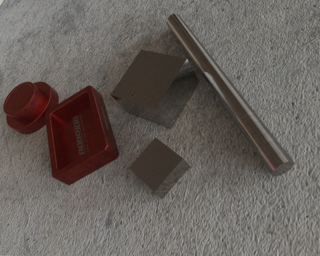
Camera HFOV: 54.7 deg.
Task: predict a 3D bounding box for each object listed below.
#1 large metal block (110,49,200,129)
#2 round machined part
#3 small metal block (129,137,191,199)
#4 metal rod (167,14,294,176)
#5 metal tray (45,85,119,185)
[{"bbox_3d":[-0.006,-0.055,0.425,0.080,0.050,0.080,21,73,35],"label":"large metal block"},{"bbox_3d":[-0.230,-0.042,0.539,0.098,0.042,0.098,-13,56,21],"label":"round machined part"},{"bbox_3d":[-0.001,0.047,0.375,0.050,0.025,0.050,-49,52,-6],"label":"small metal block"},{"bbox_3d":[0.073,-0.065,0.405,0.025,0.025,0.300,-32,52,8],"label":"metal rod"},{"bbox_3d":[-0.119,0.007,0.458,0.090,0.030,0.130,-30,52,9],"label":"metal tray"}]
